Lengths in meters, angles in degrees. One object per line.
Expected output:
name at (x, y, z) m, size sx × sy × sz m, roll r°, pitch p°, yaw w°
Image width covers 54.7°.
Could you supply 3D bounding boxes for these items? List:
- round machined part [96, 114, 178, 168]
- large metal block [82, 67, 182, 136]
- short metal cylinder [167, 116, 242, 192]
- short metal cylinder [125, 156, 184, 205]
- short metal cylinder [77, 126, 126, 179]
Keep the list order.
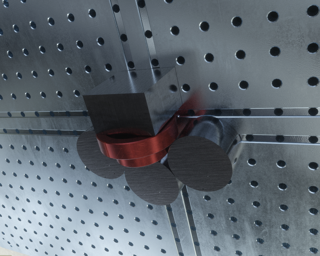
round machined part at (-0.026, 0.013, 0.383) m, size 0.098 × 0.098 × 0.042 m, roll 2°, pitch 119°, yaw 27°
large metal block at (-0.029, -0.033, 0.370) m, size 0.080 × 0.080 × 0.050 m, roll 1°, pitch 119°, yaw 28°
short metal cylinder at (0.056, 0.032, 0.386) m, size 0.080 × 0.050 × 0.079 m, roll 13°, pitch 124°, yaw 21°
short metal cylinder at (-0.002, 0.061, 0.434) m, size 0.080 × 0.050 × 0.079 m, roll 13°, pitch 124°, yaw 21°
short metal cylinder at (-0.072, 0.027, 0.450) m, size 0.080 × 0.050 × 0.079 m, roll 13°, pitch 124°, yaw 21°
